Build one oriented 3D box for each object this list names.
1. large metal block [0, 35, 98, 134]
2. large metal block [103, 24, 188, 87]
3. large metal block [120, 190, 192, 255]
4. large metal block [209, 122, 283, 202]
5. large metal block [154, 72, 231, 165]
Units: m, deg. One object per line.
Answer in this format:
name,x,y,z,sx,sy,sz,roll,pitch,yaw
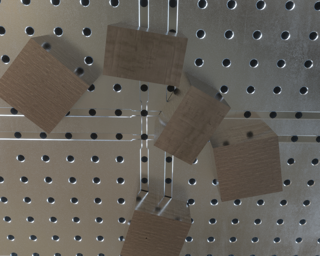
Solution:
large metal block,-0.137,-0.054,0.379,0.080,0.050,0.080,40,105,-14
large metal block,-0.016,-0.086,0.352,0.080,0.080,0.050,9,110,-3
large metal block,-0.007,0.147,0.454,0.080,0.050,0.080,16,109,-6
large metal block,0.113,0.045,0.417,0.080,0.050,0.080,-11,110,4
large metal block,0.035,-0.015,0.379,0.050,0.080,0.080,29,108,-10
